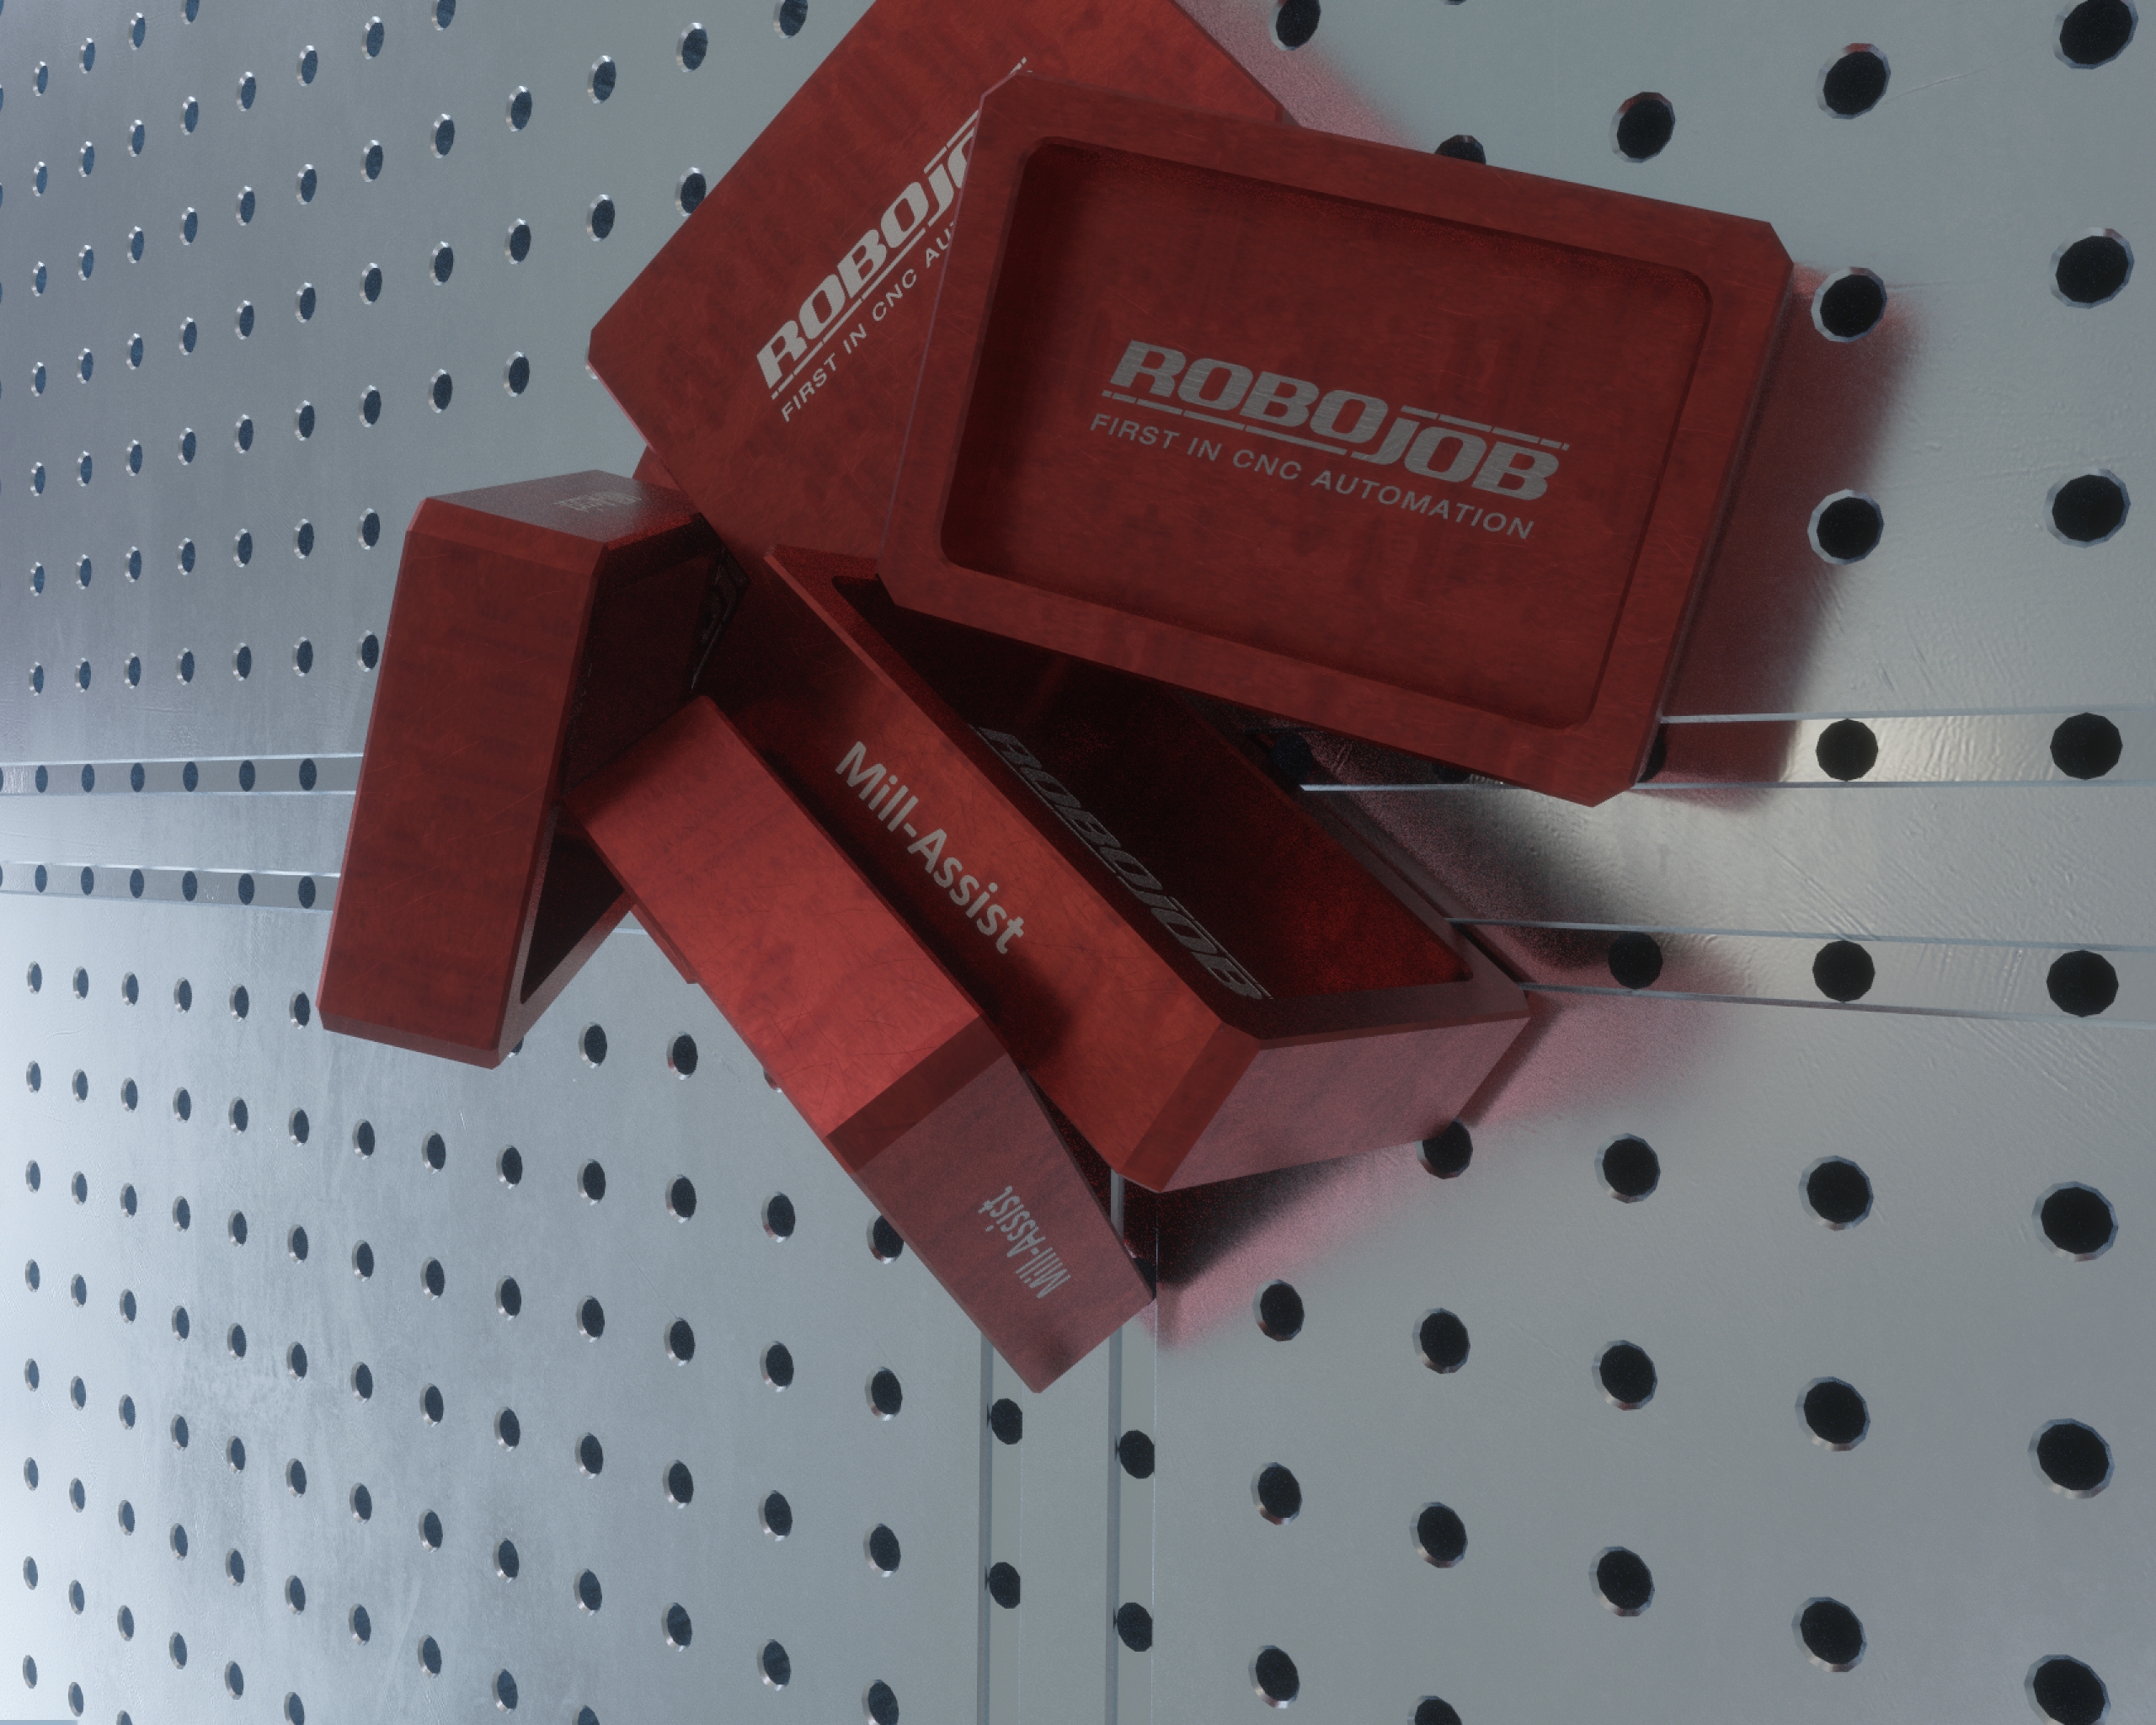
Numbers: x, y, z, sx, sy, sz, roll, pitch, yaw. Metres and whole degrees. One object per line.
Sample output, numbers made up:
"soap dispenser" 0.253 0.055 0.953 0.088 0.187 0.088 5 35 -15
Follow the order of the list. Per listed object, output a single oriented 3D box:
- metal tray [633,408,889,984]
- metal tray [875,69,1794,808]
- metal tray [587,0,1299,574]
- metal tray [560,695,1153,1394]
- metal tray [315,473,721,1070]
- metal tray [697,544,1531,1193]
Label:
"metal tray" -0.071 -0.049 0.466 0.090 0.030 0.129 46 117 29
"metal tray" 0.039 -0.070 0.343 0.130 0.030 0.089 17 102 15
"metal tray" -0.026 -0.114 0.404 0.130 0.030 0.090 -44 66 15
"metal tray" -0.036 0.037 0.377 0.030 0.130 0.090 -38 60 -9
"metal tray" -0.100 -0.025 0.394 0.030 0.130 0.089 14 102 -4
"metal tray" 0.005 -0.003 0.362 0.130 0.091 0.030 46 117 30
